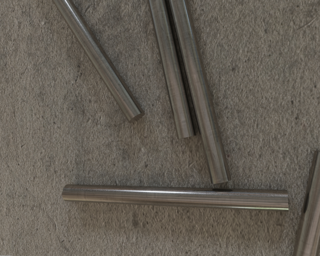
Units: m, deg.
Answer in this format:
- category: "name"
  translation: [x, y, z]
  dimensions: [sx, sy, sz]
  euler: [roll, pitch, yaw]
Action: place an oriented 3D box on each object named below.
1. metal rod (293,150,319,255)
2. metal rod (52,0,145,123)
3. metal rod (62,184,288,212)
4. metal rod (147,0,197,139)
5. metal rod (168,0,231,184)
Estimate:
- category: "metal rod"
  translation: [0.159, 0.174, 0.352]
  dimensions: [0.025, 0.025, 0.298]
  euler: [11, 94, 19]
- category: "metal rod"
  translation: [-0.111, -0.137, 0.448]
  dimensions: [0.025, 0.025, 0.299]
  euler: [-36, 79, 16]
- category: "metal rod"
  translation: [0.005, 0.090, 0.406]
  dimensions: [0.301, 0.025, 0.025]
  euler: [-2, 89, 19]
- category: "metal rod"
  translation: [0.004, -0.133, 0.407]
  dimensions: [0.025, 0.025, 0.298]
  euler: [-14, 86, 19]
- category: "metal rod"
  translation: [0.043, -0.079, 0.393]
  dimensions: [0.025, 0.025, 0.298]
  euler: [-14, 85, 19]
